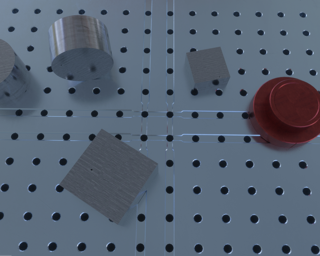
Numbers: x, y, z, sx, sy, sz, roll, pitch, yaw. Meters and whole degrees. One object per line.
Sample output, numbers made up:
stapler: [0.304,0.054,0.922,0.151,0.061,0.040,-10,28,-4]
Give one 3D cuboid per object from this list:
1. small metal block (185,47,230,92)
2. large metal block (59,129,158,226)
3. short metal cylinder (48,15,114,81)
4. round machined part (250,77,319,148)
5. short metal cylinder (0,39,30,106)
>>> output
small metal block: [0.067,-0.084,0.443,0.050,0.025,0.050,-11,70,-4]
large metal block: [-0.058,0.061,0.376,0.080,0.050,0.080,31,73,10]
short metal cylinder: [-0.107,-0.106,0.420,0.081,0.080,0.050,-11,71,-4]
round machined part: [0.174,-0.026,0.413,0.099,0.042,0.098,0,70,0]
short metal cylinder: [-0.229,-0.076,0.425,0.081,0.050,0.080,0,70,0]
